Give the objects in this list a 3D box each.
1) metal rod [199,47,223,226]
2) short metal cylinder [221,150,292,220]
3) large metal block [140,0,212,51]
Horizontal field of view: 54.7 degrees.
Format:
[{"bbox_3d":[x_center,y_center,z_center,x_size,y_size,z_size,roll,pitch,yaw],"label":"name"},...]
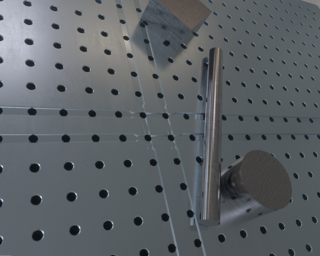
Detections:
[{"bbox_3d":[0.078,-0.009,0.455,0.025,0.025,0.300,20,54,-16],"label":"metal rod"},{"bbox_3d":[0.126,0.076,0.413,0.081,0.050,0.080,14,56,-21],"label":"short metal cylinder"},{"bbox_3d":[0.028,-0.190,0.523,0.080,0.050,0.080,41,51,-1],"label":"large metal block"}]
